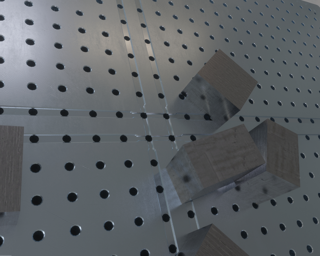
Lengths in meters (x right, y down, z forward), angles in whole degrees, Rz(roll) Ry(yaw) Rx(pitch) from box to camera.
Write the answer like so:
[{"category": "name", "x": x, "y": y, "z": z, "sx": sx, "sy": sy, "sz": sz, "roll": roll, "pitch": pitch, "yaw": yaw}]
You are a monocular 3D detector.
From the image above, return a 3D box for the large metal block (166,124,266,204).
[{"category": "large metal block", "x": 0.062, "y": 0.044, "z": 0.368, "sx": 0.081, "sy": 0.080, "sz": 0.050, "roll": -18, "pitch": 70, "yaw": -21}]

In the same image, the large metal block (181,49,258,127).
[{"category": "large metal block", "x": 0.093, "y": -0.063, "z": 0.480, "sx": 0.080, "sy": 0.050, "sz": 0.080, "roll": 41, "pitch": 51, "yaw": 0}]

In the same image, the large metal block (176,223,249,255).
[{"category": "large metal block", "x": 0.054, "y": 0.162, "z": 0.322, "sx": 0.080, "sy": 0.050, "sz": 0.080, "roll": 42, "pitch": 51, "yaw": 0}]

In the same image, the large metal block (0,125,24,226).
[{"category": "large metal block", "x": -0.168, "y": 0.043, "z": 0.275, "sx": 0.081, "sy": 0.050, "sz": 0.080, "roll": 4, "pitch": 60, "yaw": -26}]

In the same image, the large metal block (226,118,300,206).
[{"category": "large metal block", "x": 0.137, "y": 0.048, "z": 0.417, "sx": 0.050, "sy": 0.080, "sz": 0.080, "roll": 26, "pitch": 53, "yaw": -13}]
